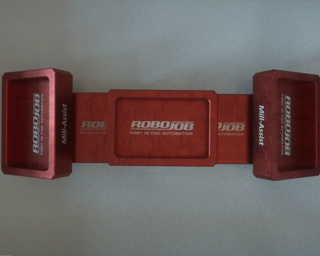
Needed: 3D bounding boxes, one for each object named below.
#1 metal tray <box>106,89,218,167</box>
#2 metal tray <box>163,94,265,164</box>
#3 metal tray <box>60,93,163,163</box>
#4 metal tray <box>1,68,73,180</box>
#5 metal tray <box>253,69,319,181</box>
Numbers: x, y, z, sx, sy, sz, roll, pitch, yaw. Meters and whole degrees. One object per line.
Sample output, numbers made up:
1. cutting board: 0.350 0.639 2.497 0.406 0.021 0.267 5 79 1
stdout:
1. metal tray: 0.003 0.000 0.377 0.131 0.030 0.089 1 89 0
2. metal tray: 0.069 0.001 0.408 0.131 0.030 0.089 0 90 0
3. metal tray: -0.062 0.000 0.408 0.131 0.030 0.089 0 90 0
4. metal tray: -0.155 -0.005 0.388 0.090 0.030 0.129 1 90 25
5. metal tray: 0.160 -0.003 0.389 0.091 0.030 0.129 0 90 -28
